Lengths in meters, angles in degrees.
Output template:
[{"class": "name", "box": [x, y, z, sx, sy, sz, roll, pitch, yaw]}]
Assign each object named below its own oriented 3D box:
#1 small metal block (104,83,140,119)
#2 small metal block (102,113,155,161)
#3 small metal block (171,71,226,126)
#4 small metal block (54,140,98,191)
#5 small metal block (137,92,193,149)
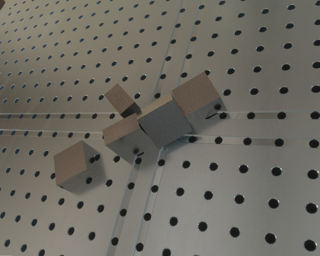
[{"class": "small metal block", "box": [-0.045, -0.028, 0.434, 0.025, 0.050, 0.050, -42, 51, 0]}, {"class": "small metal block", "box": [-0.039, 0.013, 0.406, 0.050, 0.050, 0.025, -27, 53, 12]}, {"class": "small metal block", "box": [0.050, -0.038, 0.407, 0.050, 0.025, 0.050, -30, 52, 9]}, {"class": "small metal block", "box": [-0.121, 0.053, 0.440, 0.050, 0.025, 0.050, -28, 52, 10]}, {"class": "small metal block", "box": [0.005, -0.009, 0.392, 0.050, 0.050, 0.025, -29, 26, 10]}]
